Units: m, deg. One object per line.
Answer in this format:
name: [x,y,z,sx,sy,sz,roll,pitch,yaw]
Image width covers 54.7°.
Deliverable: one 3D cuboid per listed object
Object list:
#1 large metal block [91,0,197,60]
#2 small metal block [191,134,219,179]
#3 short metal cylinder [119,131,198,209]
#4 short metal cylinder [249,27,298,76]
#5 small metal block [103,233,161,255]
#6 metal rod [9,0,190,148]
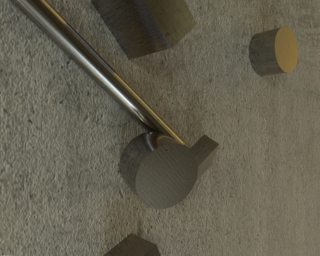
large metal block: [-0.019,-0.131,0.353,0.050,0.080,0.080,-49,119,-29]
small metal block: [0.053,0.045,0.432,0.050,0.025,0.050,-41,155,-32]
short metal cylinder: [-0.002,0.049,0.372,0.081,0.050,0.079,-9,109,-26]
short metal cylinder: [0.206,-0.137,0.560,0.081,0.050,0.080,0,90,-40]
small metal block: [-0.034,0.154,0.360,0.050,0.050,0.025,-30,109,-36]
metal rod: [-0.060,-0.057,0.353,0.300,0.025,0.025,45,63,-31]
